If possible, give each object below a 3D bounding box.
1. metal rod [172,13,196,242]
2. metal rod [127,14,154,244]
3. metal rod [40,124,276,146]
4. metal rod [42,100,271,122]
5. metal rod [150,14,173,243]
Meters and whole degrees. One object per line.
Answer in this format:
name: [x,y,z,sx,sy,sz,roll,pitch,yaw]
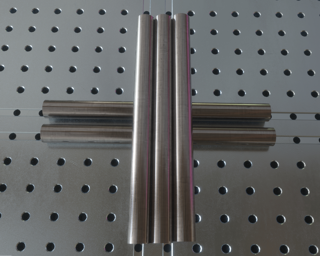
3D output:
metal rod: [0.028,-0.016,0.392,0.025,0.025,0.299,1,70,0]
metal rod: [-0.022,-0.014,0.390,0.025,0.025,0.299,1,70,0]
metal rod: [-0.002,0.009,0.408,0.302,0.025,0.025,1,70,0]
metal rod: [-0.004,-0.023,0.420,0.302,0.025,0.025,1,70,0]
metal rod: [0.003,-0.014,0.391,0.025,0.025,0.299,1,70,0]
